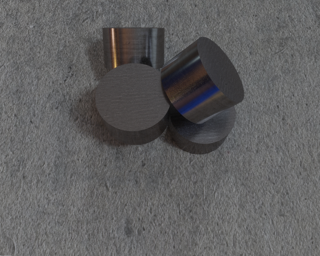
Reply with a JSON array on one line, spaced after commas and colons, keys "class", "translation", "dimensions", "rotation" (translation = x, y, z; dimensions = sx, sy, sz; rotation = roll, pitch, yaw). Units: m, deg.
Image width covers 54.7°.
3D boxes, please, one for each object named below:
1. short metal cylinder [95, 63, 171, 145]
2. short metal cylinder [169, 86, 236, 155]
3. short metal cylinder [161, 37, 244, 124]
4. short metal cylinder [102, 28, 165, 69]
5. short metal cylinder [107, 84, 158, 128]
[{"class": "short metal cylinder", "translation": [-0.028, -0.026, 0.351], "dimensions": [0.081, 0.050, 0.080], "rotation": [0, 70, 0]}, {"class": "short metal cylinder", "translation": [0.052, -0.011, 0.400], "dimensions": [0.081, 0.050, 0.080], "rotation": [0, 70, 0]}, {"class": "short metal cylinder", "translation": [0.047, -0.051, 0.339], "dimensions": [0.050, 0.081, 0.080], "rotation": [-32, 67, 34]}, {"class": "short metal cylinder", "translation": [-0.034, -0.107, 0.412], "dimensions": [0.081, 0.080, 0.050], "rotation": [0, 109, 0]}, {"class": "short metal cylinder", "translation": [-0.039, -0.030, 0.406], "dimensions": [0.081, 0.050, 0.080], "rotation": [0, 70, 0]}]
